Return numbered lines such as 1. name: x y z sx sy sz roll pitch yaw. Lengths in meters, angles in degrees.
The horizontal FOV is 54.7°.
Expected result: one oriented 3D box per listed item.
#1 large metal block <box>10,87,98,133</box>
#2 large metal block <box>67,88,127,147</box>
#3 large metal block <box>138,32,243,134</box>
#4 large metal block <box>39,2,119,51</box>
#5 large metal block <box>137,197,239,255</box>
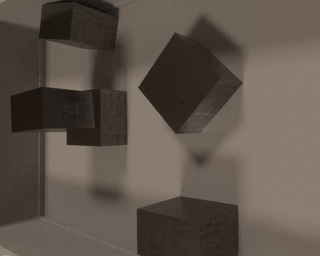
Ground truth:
1. large metal block: -0.143 -0.021 0.421 0.080 0.081 0.050 -5 87 39
2. large metal block: -0.096 -0.014 0.467 0.080 0.050 0.079 -1 90 39
3. large metal block: 0.033 -0.050 0.362 0.080 0.050 0.080 52 120 27
4. large metal block: -0.123 -0.151 0.470 0.080 0.081 0.050 15 100 38
5. large metal block: 0.032 0.113 0.343 0.080 0.081 0.050 -1 90 39
